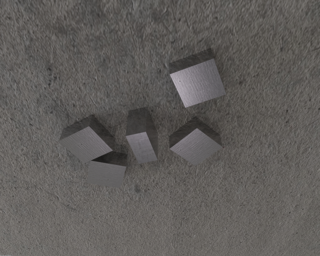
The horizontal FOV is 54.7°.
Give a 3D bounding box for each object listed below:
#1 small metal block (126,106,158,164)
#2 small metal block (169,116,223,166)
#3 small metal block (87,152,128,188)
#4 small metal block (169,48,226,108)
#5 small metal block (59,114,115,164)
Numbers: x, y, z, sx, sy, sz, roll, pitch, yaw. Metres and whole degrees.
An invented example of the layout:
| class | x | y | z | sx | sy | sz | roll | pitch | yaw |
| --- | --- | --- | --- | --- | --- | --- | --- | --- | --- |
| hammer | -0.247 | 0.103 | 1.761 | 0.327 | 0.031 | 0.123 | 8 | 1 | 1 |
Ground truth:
| class | x | y | z | sx | sy | sz | roll | pitch | yaw |
| --- | --- | --- | --- | --- | --- | --- | --- | --- | --- |
| small metal block | -0.022 | 0.009 | 0.398 | 0.025 | 0.050 | 0.050 | -12 | 129 | 10 |
| small metal block | 0.048 | 0.019 | 0.424 | 0.050 | 0.025 | 0.050 | 35 | 122 | -26 |
| small metal block | -0.078 | 0.060 | 0.457 | 0.050 | 0.025 | 0.050 | 11 | 130 | -10 |
| small metal block | 0.044 | -0.057 | 0.359 | 0.050 | 0.025 | 0.050 | -18 | 128 | 14 |
| small metal block | -0.098 | 0.016 | 0.419 | 0.050 | 0.025 | 0.050 | -25 | 126 | 19 |
